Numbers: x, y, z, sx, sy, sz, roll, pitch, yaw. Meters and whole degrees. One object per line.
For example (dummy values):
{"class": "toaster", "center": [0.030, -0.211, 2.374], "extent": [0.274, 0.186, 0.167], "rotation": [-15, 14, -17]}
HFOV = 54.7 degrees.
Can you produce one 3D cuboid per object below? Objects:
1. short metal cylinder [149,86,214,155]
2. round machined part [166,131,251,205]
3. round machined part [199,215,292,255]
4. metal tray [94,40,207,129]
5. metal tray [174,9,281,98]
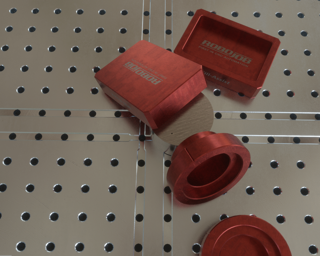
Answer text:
{"class": "short metal cylinder", "center": [0.026, -0.008, 0.402], "extent": [0.081, 0.050, 0.080], "rotation": [0, 70, 0]}
{"class": "round machined part", "center": [0.052, 0.042, 0.364], "extent": [0.099, 0.098, 0.042], "rotation": [-24, 47, -9]}
{"class": "round machined part", "center": [0.093, 0.150, 0.349], "extent": [0.099, 0.042, 0.098], "rotation": [0, 70, -1]}
{"class": "metal tray", "center": [-0.016, -0.062, 0.400], "extent": [0.090, 0.030, 0.130], "rotation": [-40, 46, -14]}
{"class": "metal tray", "center": [0.096, -0.110, 0.450], "extent": [0.130, 0.030, 0.090], "rotation": [25, 72, 8]}
